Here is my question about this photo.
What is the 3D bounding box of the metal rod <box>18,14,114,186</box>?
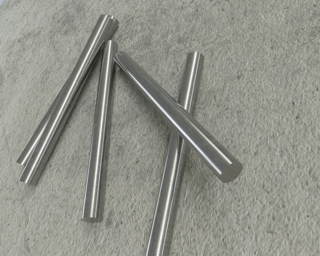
[{"bbox_3d":[-0.144,-0.053,0.497,0.025,0.025,0.299,11,72,33],"label":"metal rod"}]

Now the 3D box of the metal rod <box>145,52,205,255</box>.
[{"bbox_3d":[0.020,0.032,0.373,0.025,0.025,0.300,-1,61,27],"label":"metal rod"}]

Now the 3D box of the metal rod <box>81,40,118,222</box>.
[{"bbox_3d":[-0.084,-0.015,0.457,0.025,0.025,0.299,-14,56,20],"label":"metal rod"}]

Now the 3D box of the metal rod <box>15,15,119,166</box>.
[{"bbox_3d":[-0.149,-0.070,0.525,0.025,0.025,0.300,14,69,34],"label":"metal rod"}]

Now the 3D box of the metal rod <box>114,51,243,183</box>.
[{"bbox_3d":[0.001,-0.036,0.398,0.025,0.025,0.300,-41,43,1],"label":"metal rod"}]
